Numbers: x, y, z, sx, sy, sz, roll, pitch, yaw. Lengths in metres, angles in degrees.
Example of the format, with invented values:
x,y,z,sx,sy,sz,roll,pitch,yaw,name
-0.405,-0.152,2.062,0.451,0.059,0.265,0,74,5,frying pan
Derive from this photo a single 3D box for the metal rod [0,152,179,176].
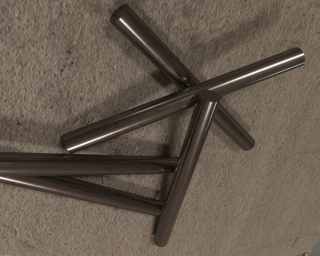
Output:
x,y,z,sx,sy,sz,roll,pitch,yaw,name
-0.087,0.044,0.371,0.302,0.025,0.025,5,116,-37,metal rod

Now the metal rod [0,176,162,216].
x,y,z,sx,sy,sz,roll,pitch,yaw,name
-0.114,0.075,0.391,0.302,0.025,0.025,24,105,-37,metal rod

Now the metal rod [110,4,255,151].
x,y,z,sx,sy,sz,roll,pitch,yaw,name
0.051,-0.045,0.408,0.025,0.025,0.301,-48,129,5,metal rod

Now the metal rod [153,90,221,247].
x,y,z,sx,sy,sz,roll,pitch,yaw,name
0.028,0.078,0.437,0.025,0.025,0.298,-8,133,-25,metal rod

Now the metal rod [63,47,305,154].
x,y,z,sx,sy,sz,roll,pitch,yaw,name
0.032,-0.035,0.373,0.302,0.025,0.025,-21,127,-5,metal rod
